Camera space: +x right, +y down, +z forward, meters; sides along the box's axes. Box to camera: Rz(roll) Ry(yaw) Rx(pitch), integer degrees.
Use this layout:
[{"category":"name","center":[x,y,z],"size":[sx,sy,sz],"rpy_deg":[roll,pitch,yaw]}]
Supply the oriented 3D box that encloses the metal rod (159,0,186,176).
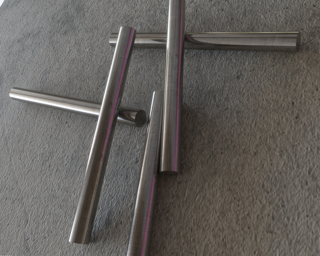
[{"category":"metal rod","center":[0.020,-0.085,0.422],"size":[0.025,0.025,0.299],"rpy_deg":[-7,66,24]}]

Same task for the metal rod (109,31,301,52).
[{"category":"metal rod","center":[0.045,-0.129,0.459],"size":[0.300,0.025,0.025],"rpy_deg":[11,67,32]}]

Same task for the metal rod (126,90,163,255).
[{"category":"metal rod","center":[-0.017,0.086,0.360],"size":[0.025,0.025,0.300],"rpy_deg":[-6,59,25]}]

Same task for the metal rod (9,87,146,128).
[{"category":"metal rod","center":[-0.150,-0.039,0.506],"size":[0.300,0.025,0.025],"rpy_deg":[12,68,33]}]

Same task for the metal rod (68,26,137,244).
[{"category":"metal rod","center":[-0.072,-0.003,0.415],"size":[0.025,0.025,0.299],"rpy_deg":[1,70,28]}]
